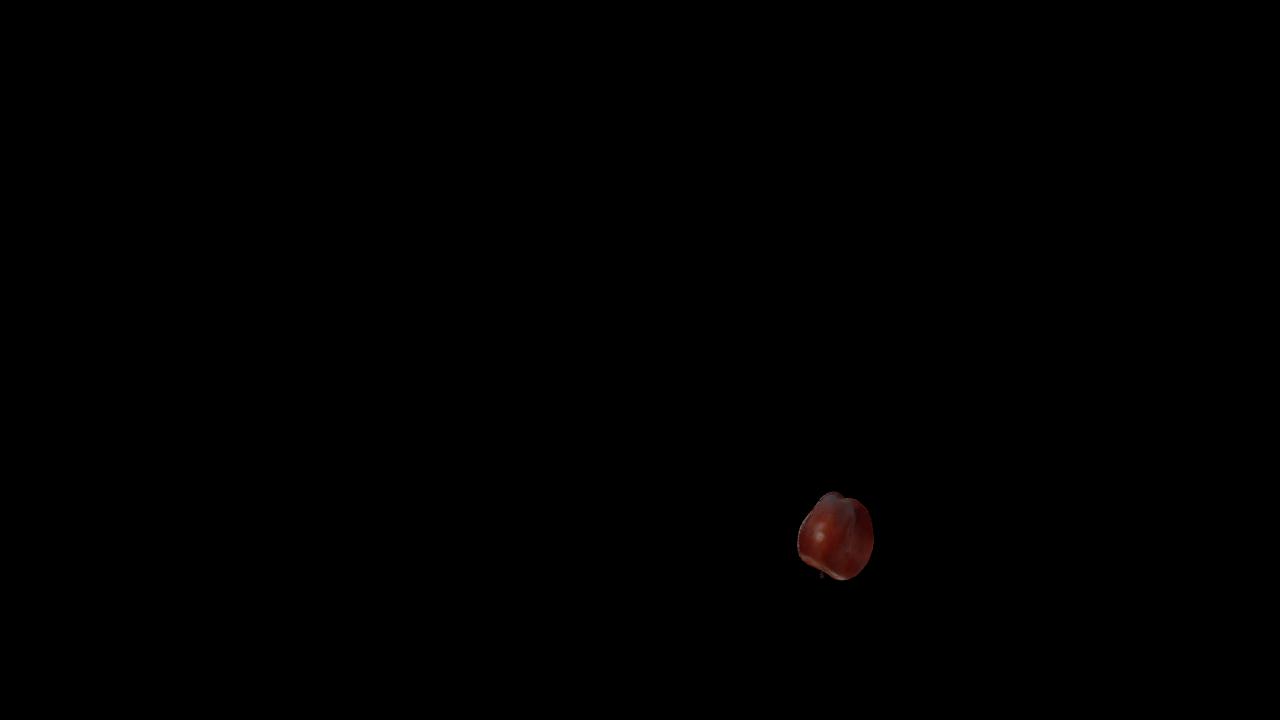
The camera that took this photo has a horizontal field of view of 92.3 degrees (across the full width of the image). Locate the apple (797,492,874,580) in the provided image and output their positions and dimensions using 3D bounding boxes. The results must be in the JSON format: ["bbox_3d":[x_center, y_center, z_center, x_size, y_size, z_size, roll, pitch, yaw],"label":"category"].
[{"bbox_3d":[0.216,0.196,0.680,0.079,0.093,0.079,25,-12,6],"label":"apple"}]
